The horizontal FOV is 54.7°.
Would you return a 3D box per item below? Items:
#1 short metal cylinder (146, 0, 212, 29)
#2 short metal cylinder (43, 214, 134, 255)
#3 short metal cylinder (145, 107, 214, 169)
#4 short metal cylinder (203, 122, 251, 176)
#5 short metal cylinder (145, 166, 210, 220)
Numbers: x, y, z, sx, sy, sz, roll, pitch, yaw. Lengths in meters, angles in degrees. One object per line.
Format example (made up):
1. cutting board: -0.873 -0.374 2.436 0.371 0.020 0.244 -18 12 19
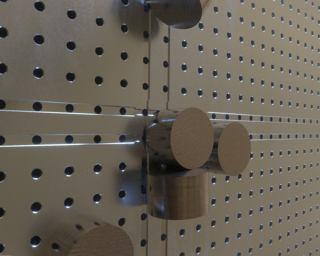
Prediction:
1. short metal cylinder: 0.027 -0.176 0.398 0.080 0.080 0.050 44 63 -31
2. short metal cylinder: -0.076 0.139 0.331 0.081 0.050 0.079 0 90 -40
3. short metal cylinder: 0.027 0.013 0.418 0.081 0.050 0.079 0 90 -40
4. short metal cylinder: 0.095 0.031 0.475 0.081 0.050 0.079 0 90 -40
5. short metal cylinder: 0.023 0.079 0.395 0.081 0.080 0.050 -5 94 -40
